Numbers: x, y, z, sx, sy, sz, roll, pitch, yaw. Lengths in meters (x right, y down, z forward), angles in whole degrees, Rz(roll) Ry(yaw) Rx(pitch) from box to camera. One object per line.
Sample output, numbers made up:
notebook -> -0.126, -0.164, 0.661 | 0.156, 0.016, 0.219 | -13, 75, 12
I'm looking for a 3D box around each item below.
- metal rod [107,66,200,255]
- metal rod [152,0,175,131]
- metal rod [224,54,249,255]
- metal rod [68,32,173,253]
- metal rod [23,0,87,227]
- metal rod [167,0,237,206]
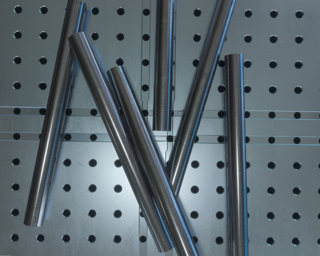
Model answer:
metal rod -> -0.004, 0.060, 0.392 | 0.025, 0.025, 0.299 | -22, 82, 0
metal rod -> 0.007, -0.145, 0.413 | 0.025, 0.025, 0.298 | 2, 90, 0
metal rod -> 0.102, 0.053, 0.413 | 0.025, 0.025, 0.298 | -1, 90, 0
metal rod -> -0.048, 0.021, 0.403 | 0.025, 0.025, 0.299 | -22, 94, 0
metal rod -> -0.139, -0.020, 0.412 | 0.025, 0.025, 0.299 | 11, 90, 0
metal rod -> 0.052, -0.044, 0.413 | 0.025, 0.025, 0.299 | 17, 90, 0
